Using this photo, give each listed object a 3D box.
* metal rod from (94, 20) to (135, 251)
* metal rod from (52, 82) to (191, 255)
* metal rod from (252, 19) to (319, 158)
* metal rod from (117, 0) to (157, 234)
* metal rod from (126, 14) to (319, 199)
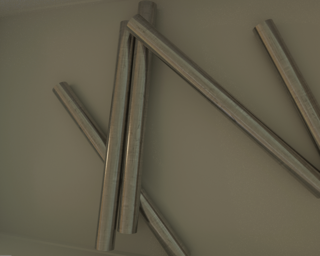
[{"bbox_3d":[-0.056,0.005,0.410,0.025,0.025,0.298,3,84,20],"label":"metal rod"},{"bbox_3d":[-0.059,0.055,0.431,0.025,0.025,0.300,-41,77,15],"label":"metal rod"},{"bbox_3d":[0.183,0.013,0.345,0.025,0.025,0.299,-27,81,18],"label":"metal rod"},{"bbox_3d":[-0.029,-0.017,0.404,0.025,0.025,0.298,3,85,20],"label":"metal rod"},{"bbox_3d":[0.075,-0.032,0.367,0.300,0.025,0.025,43,104,8],"label":"metal rod"}]
